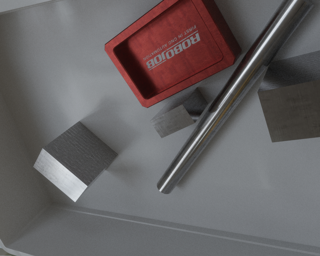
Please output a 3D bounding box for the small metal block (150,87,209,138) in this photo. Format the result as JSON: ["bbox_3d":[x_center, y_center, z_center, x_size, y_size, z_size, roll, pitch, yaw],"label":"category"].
[{"bbox_3d":[0.023,-0.018,0.368,0.050,0.050,0.025,-26,104,37],"label":"small metal block"}]

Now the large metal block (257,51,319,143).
[{"bbox_3d":[0.141,-0.033,0.278,0.080,0.080,0.050,-10,114,32],"label":"large metal block"}]

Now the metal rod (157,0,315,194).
[{"bbox_3d":[0.066,-0.014,0.364,0.025,0.025,0.298,34,129,5],"label":"metal rod"}]

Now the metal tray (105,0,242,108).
[{"bbox_3d":[0.011,-0.087,0.344,0.130,0.030,0.090,-24,106,36],"label":"metal tray"}]

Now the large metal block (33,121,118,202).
[{"bbox_3d":[-0.125,0.049,0.467,0.080,0.080,0.050,41,129,0],"label":"large metal block"}]
